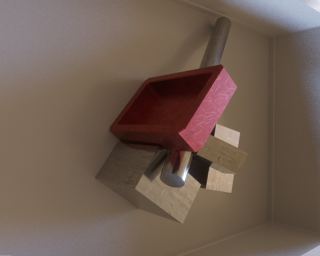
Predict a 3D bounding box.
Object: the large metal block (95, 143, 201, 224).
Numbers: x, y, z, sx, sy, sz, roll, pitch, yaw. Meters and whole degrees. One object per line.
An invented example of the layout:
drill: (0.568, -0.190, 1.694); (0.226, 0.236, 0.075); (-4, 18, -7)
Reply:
large metal block: (-0.014, 0.062, 0.361); (0.080, 0.080, 0.050); (44, 63, -32)

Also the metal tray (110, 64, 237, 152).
metal tray: (0.010, -0.021, 0.346); (0.030, 0.130, 0.090); (48, 63, -29)

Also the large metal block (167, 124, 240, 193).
large metal block: (0.054, 0.039, 0.418); (0.050, 0.080, 0.080); (18, 79, -39)

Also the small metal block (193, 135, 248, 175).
small metal block: (0.062, 0.029, 0.346); (0.050, 0.050, 0.025); (26, 80, -5)

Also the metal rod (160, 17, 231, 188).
metal rod: (0.056, -0.057, 0.395); (0.025, 0.025, 0.300); (49, 44, -29)
